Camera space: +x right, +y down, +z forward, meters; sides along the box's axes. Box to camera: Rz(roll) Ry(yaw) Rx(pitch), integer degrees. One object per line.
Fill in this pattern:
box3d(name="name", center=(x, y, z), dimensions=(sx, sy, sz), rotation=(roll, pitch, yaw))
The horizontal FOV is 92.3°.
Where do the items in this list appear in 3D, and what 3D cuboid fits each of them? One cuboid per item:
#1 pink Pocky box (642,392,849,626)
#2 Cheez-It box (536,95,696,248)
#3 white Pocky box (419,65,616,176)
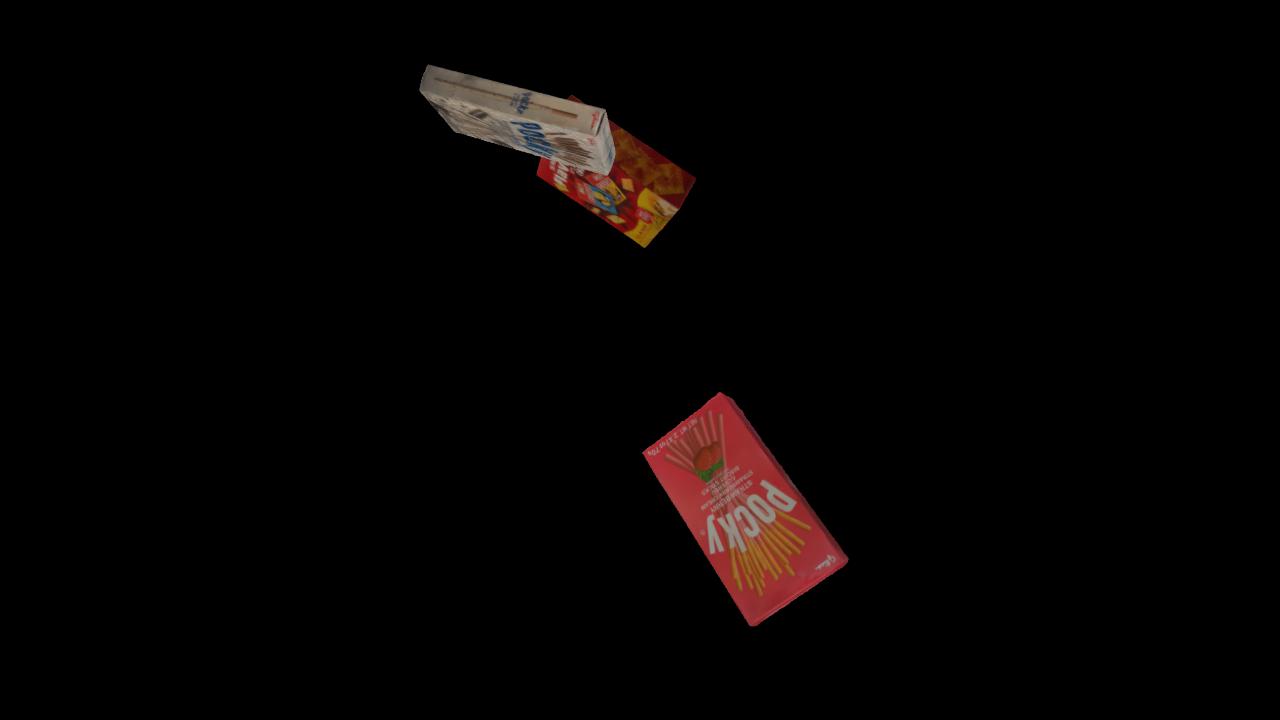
box3d(name="pink Pocky box", center=(0.076, 0.109, 0.469), dimensions=(0.084, 0.155, 0.029), rotation=(-39, -26, 10))
box3d(name="Cheez-It box", center=(-0.044, -0.287, 0.967), dimensions=(0.223, 0.071, 0.166), rotation=(31, -18, -9))
box3d(name="white Pocky box", center=(-0.100, -0.205, 0.529), dimensions=(0.154, 0.028, 0.084), rotation=(17, -3, 5))
